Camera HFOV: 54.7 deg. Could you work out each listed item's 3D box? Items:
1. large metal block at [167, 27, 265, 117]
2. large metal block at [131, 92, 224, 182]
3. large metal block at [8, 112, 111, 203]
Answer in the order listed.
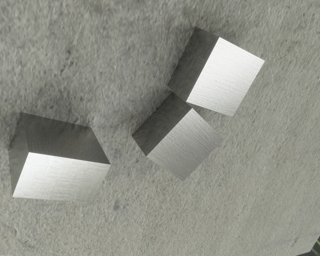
[{"bbox_3d":[0.069,-0.068,0.388,0.081,0.050,0.080,14,111,-35],"label":"large metal block"},{"bbox_3d":[0.024,0.013,0.414,0.080,0.050,0.080,-47,130,4],"label":"large metal block"},{"bbox_3d":[-0.110,0.031,0.331,0.081,0.080,0.050,14,111,-35],"label":"large metal block"}]
